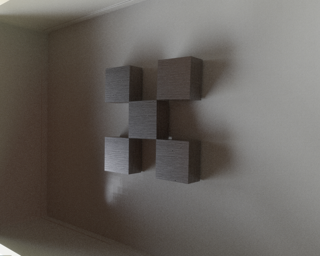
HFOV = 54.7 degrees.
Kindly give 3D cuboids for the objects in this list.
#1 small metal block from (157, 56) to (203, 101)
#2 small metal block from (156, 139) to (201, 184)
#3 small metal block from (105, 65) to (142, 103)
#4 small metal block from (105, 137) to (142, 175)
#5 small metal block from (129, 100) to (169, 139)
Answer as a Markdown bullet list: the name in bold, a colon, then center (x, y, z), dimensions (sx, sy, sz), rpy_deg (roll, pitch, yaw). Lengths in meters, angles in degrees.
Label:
- **small metal block**: center (0.024, -0.060, 0.384), dimensions (0.050, 0.025, 0.050), rpy_deg (3, 92, 40)
- **small metal block**: center (0.022, 0.040, 0.386), dimensions (0.050, 0.025, 0.050), rpy_deg (2, 91, 40)
- **small metal block**: center (-0.053, -0.062, 0.448), dimensions (0.050, 0.025, 0.050), rpy_deg (2, 92, 40)
- **small metal block**: center (-0.054, 0.038, 0.449), dimensions (0.050, 0.025, 0.050), rpy_deg (1, 91, 40)
- **small metal block**: center (-0.015, -0.011, 0.417), dimensions (0.050, 0.025, 0.050), rpy_deg (1, 91, 40)
